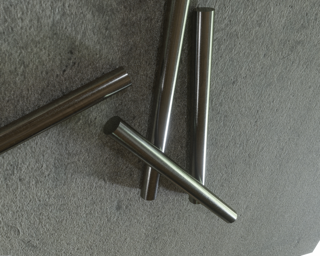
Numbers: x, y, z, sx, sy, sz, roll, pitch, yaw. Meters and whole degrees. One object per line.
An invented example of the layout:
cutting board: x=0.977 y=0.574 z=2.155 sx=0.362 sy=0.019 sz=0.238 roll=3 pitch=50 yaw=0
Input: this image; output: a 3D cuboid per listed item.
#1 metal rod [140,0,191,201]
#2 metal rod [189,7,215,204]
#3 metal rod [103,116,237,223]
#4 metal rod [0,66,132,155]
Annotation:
metal rod: x=0.004 y=-0.031 z=0.389 sx=0.025 sy=0.025 sz=0.298 roll=-6 pitch=121 yaw=-26
metal rod: x=0.055 y=-0.009 z=0.430 sx=0.025 sy=0.025 sz=0.298 roll=-16 pitch=125 yaw=-20
metal rod: x=0.034 y=0.074 z=0.436 sx=0.025 sy=0.025 sz=0.300 roll=-46 pitch=129 yaw=3
metal rod: x=-0.167 y=0.014 z=0.324 sx=0.301 sy=0.025 sz=0.025 roll=-29 pitch=128 yaw=-10
